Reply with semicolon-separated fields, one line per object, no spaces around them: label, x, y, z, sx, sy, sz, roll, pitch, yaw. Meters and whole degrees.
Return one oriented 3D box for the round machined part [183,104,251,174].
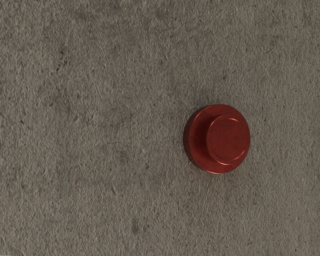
round machined part;0.085;0.015;0.431;0.099;0.042;0.097;0;90;-20
